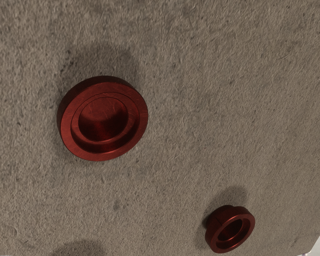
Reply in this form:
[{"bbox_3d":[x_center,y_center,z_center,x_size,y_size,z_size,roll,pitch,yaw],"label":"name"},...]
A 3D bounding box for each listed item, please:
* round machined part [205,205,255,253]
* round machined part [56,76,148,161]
[{"bbox_3d":[0.126,0.184,0.581,0.099,0.042,0.097,-14,125,-21],"label":"round machined part"},{"bbox_3d":[-0.067,-0.014,0.352,0.099,0.042,0.097,-14,125,-21],"label":"round machined part"}]
